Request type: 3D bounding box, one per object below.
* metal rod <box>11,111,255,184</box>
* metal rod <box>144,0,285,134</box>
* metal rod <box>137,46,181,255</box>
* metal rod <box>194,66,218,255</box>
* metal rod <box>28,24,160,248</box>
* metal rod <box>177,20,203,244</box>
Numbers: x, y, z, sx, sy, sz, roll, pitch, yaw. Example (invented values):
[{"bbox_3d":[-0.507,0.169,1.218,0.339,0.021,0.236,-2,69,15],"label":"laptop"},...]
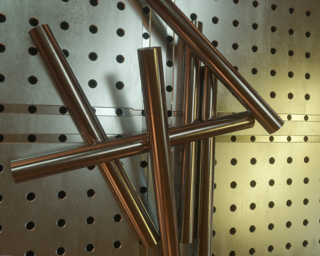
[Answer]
[{"bbox_3d":[-0.016,0.017,0.378,0.302,0.025,0.025,-12,94,-20],"label":"metal rod"},{"bbox_3d":[0.051,-0.108,0.403,0.300,0.025,0.025,46,76,-4],"label":"metal rod"},{"bbox_3d":[0.003,0.057,0.370,0.025,0.025,0.298,-13,111,-19],"label":"metal rod"},{"bbox_3d":[0.064,0.063,0.435,0.025,0.025,0.298,2,89,-20],"label":"metal rod"},{"bbox_3d":[-0.076,0.018,0.384,0.025,0.025,0.299,-29,100,-18],"label":"metal rod"},{"bbox_3d":[0.040,0.005,0.427,0.025,0.025,0.298,3,89,-20],"label":"metal rod"}]
